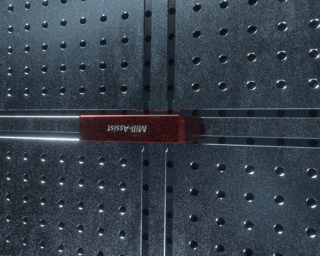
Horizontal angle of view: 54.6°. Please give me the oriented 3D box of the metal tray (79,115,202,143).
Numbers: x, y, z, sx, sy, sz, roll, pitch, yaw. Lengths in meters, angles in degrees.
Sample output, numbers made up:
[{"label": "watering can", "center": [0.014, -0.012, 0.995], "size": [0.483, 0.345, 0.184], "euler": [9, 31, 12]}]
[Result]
[{"label": "metal tray", "center": [-0.021, 0.000, 0.386], "size": [0.130, 0.090, 0.030], "euler": [0, 91, 20]}]
